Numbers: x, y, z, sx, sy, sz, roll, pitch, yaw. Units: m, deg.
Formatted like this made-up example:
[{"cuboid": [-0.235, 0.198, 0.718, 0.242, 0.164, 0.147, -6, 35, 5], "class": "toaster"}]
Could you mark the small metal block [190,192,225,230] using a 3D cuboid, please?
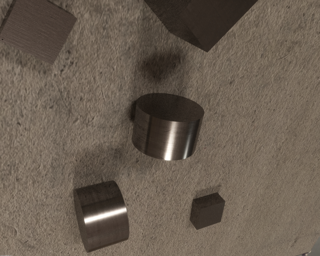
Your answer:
[{"cuboid": [0.083, 0.146, 0.545, 0.050, 0.025, 0.050, -10, 123, -24], "class": "small metal block"}]

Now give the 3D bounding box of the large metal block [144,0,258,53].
[{"cuboid": [0.042, -0.133, 0.313, 0.080, 0.080, 0.050, -46, 130, 4], "class": "large metal block"}]

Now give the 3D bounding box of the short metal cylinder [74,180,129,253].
[{"cuboid": [-0.077, 0.113, 0.400, 0.050, 0.080, 0.079, -10, 123, -23], "class": "short metal cylinder"}]

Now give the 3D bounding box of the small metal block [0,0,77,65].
[{"cuboid": [-0.114, -0.095, 0.287, 0.050, 0.025, 0.050, 23, 106, -37], "class": "small metal block"}]

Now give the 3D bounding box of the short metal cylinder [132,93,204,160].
[{"cuboid": [0.009, -0.004, 0.375, 0.081, 0.080, 0.050, -5, 121, -27], "class": "short metal cylinder"}]
